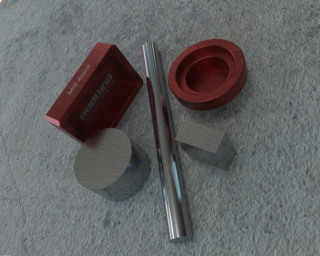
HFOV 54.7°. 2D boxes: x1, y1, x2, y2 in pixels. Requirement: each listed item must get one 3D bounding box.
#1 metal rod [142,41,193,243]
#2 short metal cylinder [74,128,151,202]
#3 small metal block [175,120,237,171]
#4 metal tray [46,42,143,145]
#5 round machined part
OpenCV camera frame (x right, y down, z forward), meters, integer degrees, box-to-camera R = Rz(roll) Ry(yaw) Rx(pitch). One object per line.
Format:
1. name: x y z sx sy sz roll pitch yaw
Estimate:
1. metal rod: 0.003 -0.005 0.407 0.025 0.025 0.299 -20 54 16
2. short metal cylinder: -0.059 0.047 0.390 0.080 0.050 0.080 -13 56 20
3. small metal block: 0.052 0.020 0.345 0.050 0.050 0.025 18 71 34
4. metal tray: -0.085 -0.041 0.432 0.030 0.090 0.130 20 72 35
5. round machined part: 0.063 -0.063 0.399 0.098 0.042 0.098 -13 56 20
